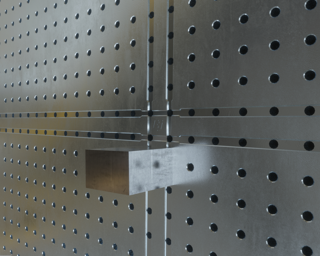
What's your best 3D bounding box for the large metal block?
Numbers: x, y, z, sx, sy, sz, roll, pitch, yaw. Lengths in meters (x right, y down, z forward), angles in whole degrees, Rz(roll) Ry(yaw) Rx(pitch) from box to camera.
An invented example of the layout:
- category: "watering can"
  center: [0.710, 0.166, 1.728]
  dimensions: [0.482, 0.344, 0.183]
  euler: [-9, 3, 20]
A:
- category: "large metal block"
  center: [-0.040, 0.052, 0.408]
  dimensions: [0.080, 0.081, 0.050]
  euler: [-1, 89, 40]
